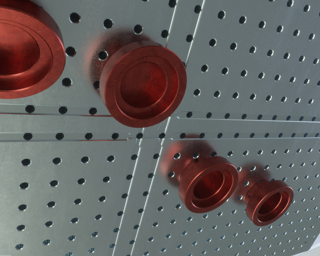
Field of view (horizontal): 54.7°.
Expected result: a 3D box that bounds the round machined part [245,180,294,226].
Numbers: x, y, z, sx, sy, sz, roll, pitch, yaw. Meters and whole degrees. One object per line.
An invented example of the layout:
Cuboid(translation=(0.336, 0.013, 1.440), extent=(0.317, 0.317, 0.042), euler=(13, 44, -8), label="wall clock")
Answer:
Cuboid(translation=(0.207, 0.140, 0.603), extent=(0.099, 0.042, 0.097), euler=(-14, 125, -21), label="round machined part")

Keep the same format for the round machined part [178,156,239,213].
Cuboid(translation=(0.073, 0.085, 0.495), extent=(0.099, 0.042, 0.097), euler=(-14, 125, -21), label="round machined part")

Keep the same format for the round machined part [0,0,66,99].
Cuboid(translation=(-0.135, -0.073, 0.267), extent=(0.099, 0.042, 0.098), euler=(-13, 146, -9), label="round machined part")

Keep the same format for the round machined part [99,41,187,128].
Cuboid(translation=(-0.022, -0.052, 0.357), extent=(0.099, 0.042, 0.097), euler=(-14, 125, -21), label="round machined part")
